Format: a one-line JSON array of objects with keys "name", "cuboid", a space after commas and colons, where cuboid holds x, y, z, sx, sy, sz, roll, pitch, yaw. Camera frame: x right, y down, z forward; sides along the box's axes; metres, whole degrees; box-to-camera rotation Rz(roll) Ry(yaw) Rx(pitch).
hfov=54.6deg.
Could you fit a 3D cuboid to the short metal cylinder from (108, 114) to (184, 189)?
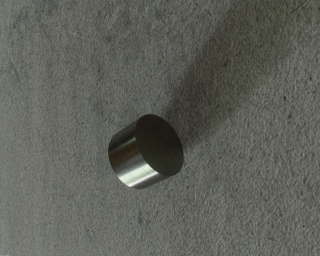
[{"name": "short metal cylinder", "cuboid": [-0.016, 0.030, 0.384, 0.050, 0.081, 0.080, -31, 71, 36]}]
